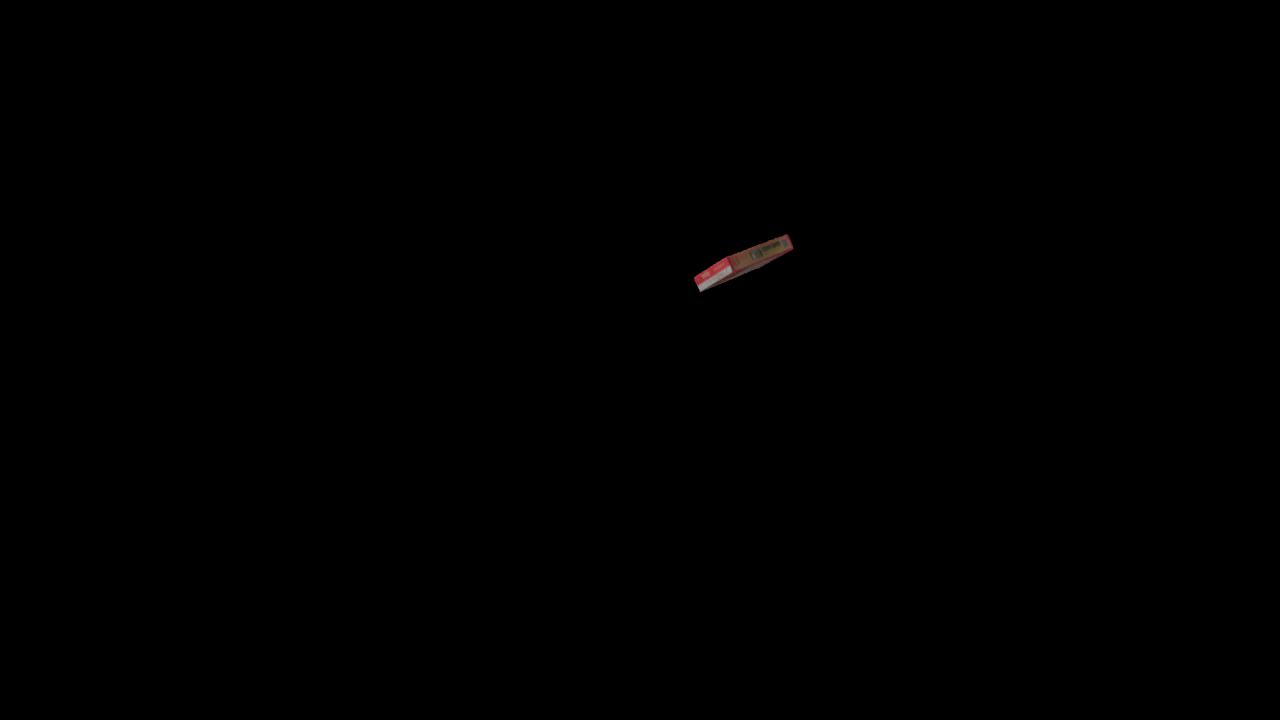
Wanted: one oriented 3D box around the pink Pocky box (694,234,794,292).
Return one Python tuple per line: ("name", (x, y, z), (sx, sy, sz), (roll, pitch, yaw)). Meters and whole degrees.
("pink Pocky box", (0.165, -0.154, 0.971), (0.155, 0.029, 0.084), (-25, -1, -36))
